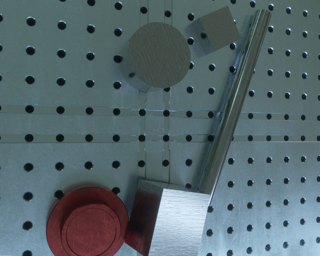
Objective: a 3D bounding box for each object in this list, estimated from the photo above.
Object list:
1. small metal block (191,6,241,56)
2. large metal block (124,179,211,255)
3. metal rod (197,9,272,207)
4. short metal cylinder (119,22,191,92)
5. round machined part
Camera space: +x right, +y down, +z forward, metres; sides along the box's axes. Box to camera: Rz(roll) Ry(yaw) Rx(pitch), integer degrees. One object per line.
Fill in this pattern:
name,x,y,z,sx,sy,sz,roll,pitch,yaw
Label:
small metal block,0.081,-0.139,0.444,0.050,0.025,0.050,-28,100,-18
large metal block,0.011,0.114,0.393,0.081,0.050,0.080,16,84,-37
metal rod,0.108,-0.034,0.454,0.025,0.025,0.299,22,83,-19
short metal cylinder,-0.008,-0.088,0.397,0.081,0.050,0.079,0,90,-20
round machined part,-0.085,0.120,0.373,0.099,0.042,0.097,0,90,-20
